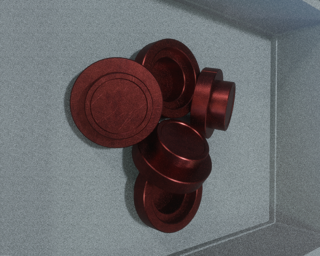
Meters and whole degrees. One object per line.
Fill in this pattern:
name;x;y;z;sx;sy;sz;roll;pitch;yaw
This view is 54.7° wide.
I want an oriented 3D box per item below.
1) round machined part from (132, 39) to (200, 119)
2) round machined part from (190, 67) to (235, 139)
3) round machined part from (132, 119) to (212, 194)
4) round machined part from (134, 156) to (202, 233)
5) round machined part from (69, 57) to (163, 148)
round machined part;0.004;-0.060;0.395;0.099;0.042;0.097;0;90;-40
round machined part;0.077;-0.033;0.428;0.098;0.042;0.097;10;91;-71
round machined part;0.020;0.027;0.372;0.099;0.098;0.042;-9;140;-40
round machined part;0.006;0.080;0.398;0.099;0.042;0.097;0;90;-40
round machined part;-0.045;-0.025;0.328;0.099;0.042;0.097;-3;102;-12
